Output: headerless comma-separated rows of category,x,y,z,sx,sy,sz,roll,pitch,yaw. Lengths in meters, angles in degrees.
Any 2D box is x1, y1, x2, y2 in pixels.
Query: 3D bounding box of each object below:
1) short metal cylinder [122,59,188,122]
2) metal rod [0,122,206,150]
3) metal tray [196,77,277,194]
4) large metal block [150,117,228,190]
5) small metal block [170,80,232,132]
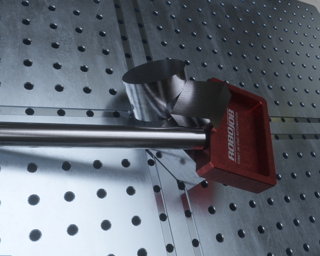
short metal cylinder,-0.002,-0.050,0.396,0.080,0.080,0.050,-40,128,-39
metal rod,-0.099,0.008,0.313,0.302,0.025,0.025,2,60,-15
metal tray,0.093,0.007,0.385,0.091,0.030,0.130,19,54,-17
large metal block,0.042,0.019,0.403,0.080,0.050,0.080,46,51,3
small metal block,0.048,-0.027,0.359,0.025,0.050,0.050,50,58,-46
